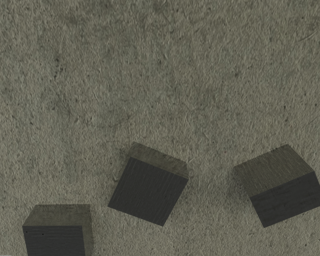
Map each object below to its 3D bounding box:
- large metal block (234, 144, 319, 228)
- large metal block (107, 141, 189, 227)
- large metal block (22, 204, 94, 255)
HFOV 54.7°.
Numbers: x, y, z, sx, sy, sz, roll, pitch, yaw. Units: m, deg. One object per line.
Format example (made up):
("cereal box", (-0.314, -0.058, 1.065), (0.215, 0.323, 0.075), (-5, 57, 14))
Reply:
("large metal block", (0.154, 0.073, 0.409), (0.080, 0.080, 0.050), (-25, 108, 9))
("large metal block", (-0.016, 0.076, 0.424), (0.080, 0.050, 0.079), (23, 108, -8))
("large metal block", (-0.145, 0.160, 0.454), (0.081, 0.050, 0.079), (-1, 110, 0))
